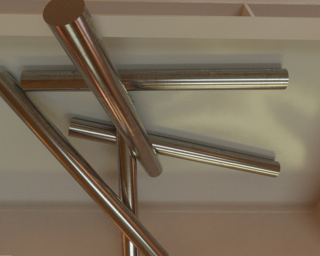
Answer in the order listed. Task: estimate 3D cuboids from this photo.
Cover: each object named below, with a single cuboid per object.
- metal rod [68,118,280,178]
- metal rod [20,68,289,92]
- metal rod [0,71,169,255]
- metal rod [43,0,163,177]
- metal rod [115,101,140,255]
[{"bbox_3d":[0.028,0.030,0.434,0.302,0.025,0.025,12,129,-11],"label":"metal rod"},{"bbox_3d":[-0.006,-0.056,0.361,0.302,0.025,0.025,-1,130,0],"label":"metal rod"},{"bbox_3d":[-0.093,0.056,0.379,0.025,0.025,0.300,-36,98,26],"label":"metal rod"},{"bbox_3d":[-0.032,-0.004,0.310,0.025,0.025,0.299,-8,154,6],"label":"metal rod"},{"bbox_3d":[-0.042,0.112,0.415,0.025,0.025,0.298,-1,102,0],"label":"metal rod"}]
